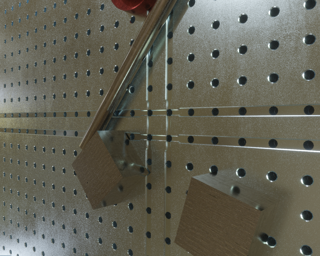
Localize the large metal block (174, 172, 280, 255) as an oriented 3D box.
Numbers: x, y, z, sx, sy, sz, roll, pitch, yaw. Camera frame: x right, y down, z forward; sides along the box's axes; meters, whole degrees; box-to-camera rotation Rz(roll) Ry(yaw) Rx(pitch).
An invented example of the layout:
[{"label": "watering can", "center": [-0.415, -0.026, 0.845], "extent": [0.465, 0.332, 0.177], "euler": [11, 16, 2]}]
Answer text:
[{"label": "large metal block", "center": [0.071, 0.102, 0.335], "extent": [0.080, 0.050, 0.079], "euler": [22, 104, 38]}]

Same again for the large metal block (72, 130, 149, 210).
[{"label": "large metal block", "center": [-0.075, 0.060, 0.456], "extent": [0.080, 0.050, 0.080], "euler": [-48, 62, 29]}]

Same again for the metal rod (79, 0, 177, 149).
[{"label": "metal rod", "center": [-0.046, -0.082, 0.447], "extent": [0.025, 0.025, 0.298], "euler": [48, 118, 29]}]

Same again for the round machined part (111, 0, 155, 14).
[{"label": "round machined part", "center": [-0.041, -0.215, 0.432], "extent": [0.098, 0.042, 0.097], "euler": [0, 90, 40]}]
